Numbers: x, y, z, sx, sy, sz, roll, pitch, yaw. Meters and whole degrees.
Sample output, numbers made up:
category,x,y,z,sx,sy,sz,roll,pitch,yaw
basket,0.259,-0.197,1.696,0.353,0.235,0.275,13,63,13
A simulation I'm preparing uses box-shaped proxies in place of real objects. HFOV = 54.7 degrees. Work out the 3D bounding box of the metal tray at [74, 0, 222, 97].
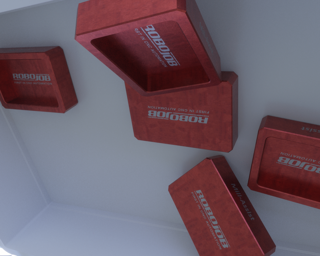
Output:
category,x,y,z,sx,sy,sz,roll,pitch,yaw
metal tray,-0.002,-0.071,0.281,0.090,0.130,0.030,-7,72,21

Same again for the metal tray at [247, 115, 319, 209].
category,x,y,z,sx,sy,sz,roll,pitch,yaw
metal tray,0.171,0.043,0.341,0.130,0.030,0.089,13,124,20

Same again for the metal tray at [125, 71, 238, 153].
category,x,y,z,sx,sy,sz,roll,pitch,yaw
metal tray,0.026,-0.023,0.376,0.130,0.030,0.089,7,122,24

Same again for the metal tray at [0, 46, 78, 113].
category,x,y,z,sx,sy,sz,roll,pitch,yaw
metal tray,-0.192,-0.072,0.459,0.130,0.030,0.089,5,121,25

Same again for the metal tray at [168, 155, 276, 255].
category,x,y,z,sx,sy,sz,roll,pitch,yaw
metal tray,0.072,0.112,0.395,0.090,0.030,0.130,-44,63,37
